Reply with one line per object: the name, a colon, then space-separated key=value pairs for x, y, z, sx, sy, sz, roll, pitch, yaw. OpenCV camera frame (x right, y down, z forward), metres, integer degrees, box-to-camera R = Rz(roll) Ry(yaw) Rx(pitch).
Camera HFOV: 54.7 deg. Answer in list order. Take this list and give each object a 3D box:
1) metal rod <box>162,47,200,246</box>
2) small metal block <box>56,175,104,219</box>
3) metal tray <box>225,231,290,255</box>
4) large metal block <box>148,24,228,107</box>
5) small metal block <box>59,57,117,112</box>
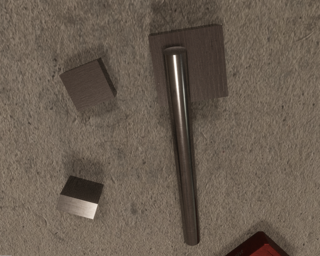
metal rod: x=0.032 y=0.046 z=0.393 sx=0.025 sy=0.025 sz=0.298 roll=-7 pitch=123 yaw=2
small metal block: x=-0.109 y=0.095 z=0.430 sx=0.050 sy=0.050 sz=0.025 roll=17 pitch=109 yaw=-7
metal tray: x=0.143 y=0.235 z=0.495 sx=0.130 sy=0.030 sz=0.090 roll=-43 pitch=105 yaw=14
large metal block: x=0.033 y=-0.076 z=0.369 sx=0.080 sy=0.050 sz=0.079 roll=-8 pitch=110 yaw=2
small metal block: x=-0.089 y=-0.055 z=0.388 sx=0.050 sy=0.025 sz=0.050 roll=-20 pitch=109 yaw=7
